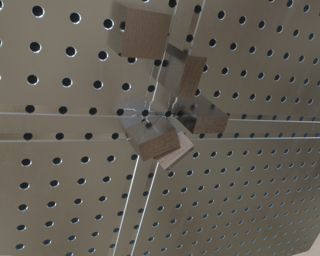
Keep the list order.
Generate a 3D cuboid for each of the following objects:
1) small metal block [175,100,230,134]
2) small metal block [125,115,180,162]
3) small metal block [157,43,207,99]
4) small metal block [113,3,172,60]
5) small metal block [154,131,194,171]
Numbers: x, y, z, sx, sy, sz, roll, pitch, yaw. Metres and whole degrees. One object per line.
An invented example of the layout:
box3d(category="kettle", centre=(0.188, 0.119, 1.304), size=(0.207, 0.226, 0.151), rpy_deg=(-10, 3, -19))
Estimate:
box3d(category="small metal block", centre=(0.056, -0.016, 0.418), size=(0.050, 0.050, 0.025), rpy_deg=(-2, 119, -28))
box3d(category="small metal block", centre=(-0.010, 0.011, 0.396), size=(0.050, 0.050, 0.025), rpy_deg=(-23, 120, -15))
box3d(category="small metal block", centre=(0.025, -0.068, 0.368), size=(0.025, 0.050, 0.050), rpy_deg=(2, 118, -30))
box3d(category="small metal block", centre=(-0.020, -0.104, 0.337), size=(0.050, 0.025, 0.050), rpy_deg=(-2, 119, -28))
box3d(category="small metal block", centre=(0.020, 0.033, 0.428), size=(0.050, 0.025, 0.050), rpy_deg=(-40, 169, -1))
